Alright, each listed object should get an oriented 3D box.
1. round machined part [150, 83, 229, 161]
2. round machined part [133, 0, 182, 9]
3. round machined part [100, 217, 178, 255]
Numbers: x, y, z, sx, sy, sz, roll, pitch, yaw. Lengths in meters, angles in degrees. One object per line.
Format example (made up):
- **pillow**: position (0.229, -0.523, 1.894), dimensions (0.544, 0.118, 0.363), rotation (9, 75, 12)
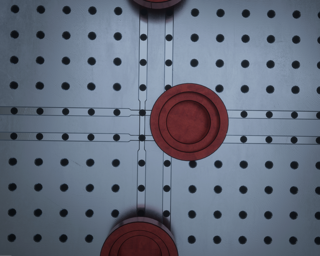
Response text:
- **round machined part**: position (0.036, -0.007, 0.405), dimensions (0.099, 0.042, 0.097), rotation (0, 90, -1)
- **round machined part**: position (-0.004, -0.204, 0.405), dimensions (0.099, 0.042, 0.097), rotation (0, 90, -1)
- **round machined part**: position (-0.026, 0.165, 0.405), dimensions (0.099, 0.042, 0.097), rotation (0, 90, -1)
